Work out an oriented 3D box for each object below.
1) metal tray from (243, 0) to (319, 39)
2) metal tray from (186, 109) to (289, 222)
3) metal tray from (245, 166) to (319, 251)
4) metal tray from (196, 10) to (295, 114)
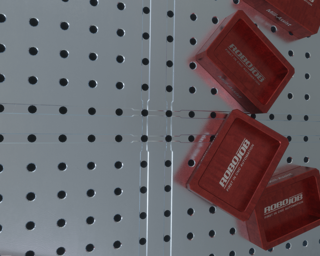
[{"bbox_3d":[0.200,-0.211,0.483,0.131,0.030,0.090,25,82,-18],"label":"metal tray"},{"bbox_3d":[0.108,0.050,0.433,0.090,0.030,0.130,32,79,4],"label":"metal tray"},{"bbox_3d":[0.194,0.121,0.481,0.131,0.030,0.090,-15,95,-19],"label":"metal tray"},{"bbox_3d":[0.128,-0.094,0.456,0.130,0.030,0.090,41,77,-16],"label":"metal tray"}]
